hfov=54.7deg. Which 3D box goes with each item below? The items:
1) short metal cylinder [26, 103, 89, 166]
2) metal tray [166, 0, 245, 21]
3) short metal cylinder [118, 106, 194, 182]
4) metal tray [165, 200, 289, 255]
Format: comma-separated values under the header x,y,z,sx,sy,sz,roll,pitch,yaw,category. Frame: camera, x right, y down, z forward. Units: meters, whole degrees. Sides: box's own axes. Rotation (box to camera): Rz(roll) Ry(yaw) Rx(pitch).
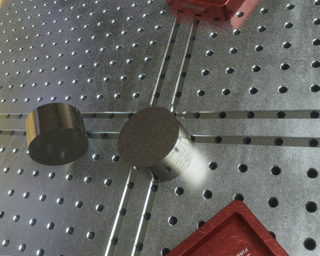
x,y,z,sx,sy,sz,roll,pitch,yaw,category
-0.148,0.010,0.445,0.080,0.080,0.050,-31,52,8,short metal cylinder
0.080,-0.229,0.504,0.130,0.030,0.090,30,78,37,metal tray
-0.004,0.020,0.382,0.080,0.050,0.080,-13,56,21,short metal cylinder
0.054,0.142,0.288,0.130,0.030,0.090,-39,51,1,metal tray
